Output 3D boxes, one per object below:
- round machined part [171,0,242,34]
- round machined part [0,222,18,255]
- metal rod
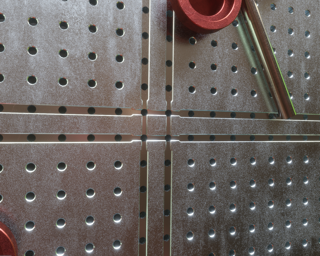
[{"bbox_3d":[0.059,-0.178,0.425,0.099,0.042,0.097,0,90,-20],"label":"round machined part"},{"bbox_3d":[-0.205,0.139,0.328,0.099,0.042,0.097,0,90,-20],"label":"round machined part"},{"bbox_3d":[0.142,-0.154,0.464,0.025,0.025,0.299,-26,99,-18],"label":"metal rod"}]
